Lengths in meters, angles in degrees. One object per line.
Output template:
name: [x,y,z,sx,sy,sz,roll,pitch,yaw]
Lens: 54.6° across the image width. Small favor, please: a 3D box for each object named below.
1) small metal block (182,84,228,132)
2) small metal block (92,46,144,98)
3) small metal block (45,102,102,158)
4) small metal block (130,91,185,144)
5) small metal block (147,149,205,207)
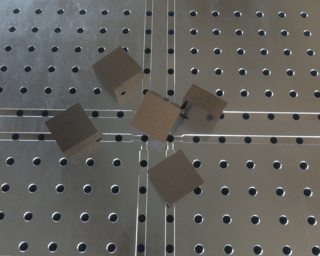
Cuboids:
small metal block: [0.056,-0.026,0.408,0.050,0.050,0.025,31,73,10]
small metal block: [-0.059,-0.080,0.441,0.050,0.025,0.050,-39,75,-13]
small metal block: [-0.114,0.003,0.410,0.050,0.025,0.050,-33,73,-11]
small metal block: [-0.003,-0.015,0.405,0.050,0.025,0.050,30,104,10]
small metal block: [0.019,0.063,0.389,0.050,0.025,0.050,-32,73,-11]
